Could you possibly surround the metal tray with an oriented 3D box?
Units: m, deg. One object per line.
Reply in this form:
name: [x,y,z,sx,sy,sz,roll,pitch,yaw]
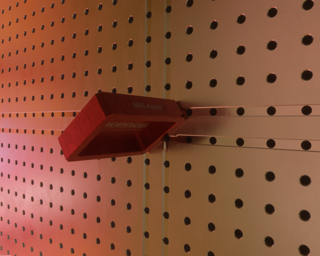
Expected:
metal tray: [-0.042,0.001,0.373,0.090,0.131,0.030,-42,65,32]
